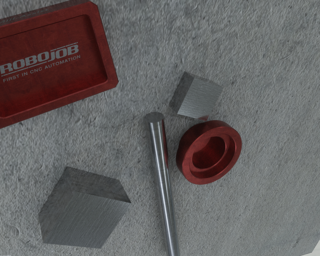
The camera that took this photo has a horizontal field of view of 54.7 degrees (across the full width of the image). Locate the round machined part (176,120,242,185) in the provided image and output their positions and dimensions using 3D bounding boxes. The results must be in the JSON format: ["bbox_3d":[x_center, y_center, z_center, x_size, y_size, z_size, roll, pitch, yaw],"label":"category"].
[{"bbox_3d":[0.066,0.031,0.452,0.099,0.042,0.097,-14,124,-21],"label":"round machined part"}]

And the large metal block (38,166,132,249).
[{"bbox_3d":[-0.098,0.105,0.402,0.080,0.050,0.080,24,106,-37],"label":"large metal block"}]

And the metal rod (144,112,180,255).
[{"bbox_3d":[0.008,0.108,0.478,0.025,0.025,0.298,-20,126,-17],"label":"metal rod"}]

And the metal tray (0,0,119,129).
[{"bbox_3d":[-0.115,-0.063,0.301,0.131,0.030,0.089,-23,127,-15],"label":"metal tray"}]

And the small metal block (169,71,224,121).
[{"bbox_3d":[0.047,-0.041,0.407,0.050,0.025,0.050,12,112,-34],"label":"small metal block"}]
